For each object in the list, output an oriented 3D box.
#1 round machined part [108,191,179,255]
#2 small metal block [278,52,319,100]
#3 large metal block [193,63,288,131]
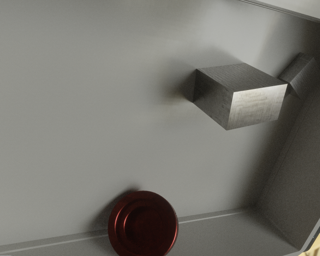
[{"bbox_3d":[-0.021,0.143,0.448,0.098,0.098,0.042,-37,158,-4],"label":"round machined part"},{"bbox_3d":[0.219,-0.080,0.482,0.050,0.025,0.050,-49,129,6],"label":"small metal block"},{"bbox_3d":[0.100,-0.044,0.402,0.081,0.080,0.050,-11,123,-23],"label":"large metal block"}]
